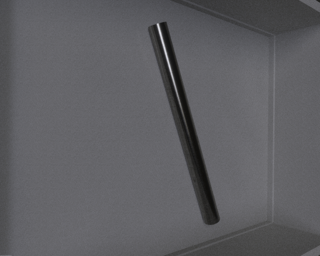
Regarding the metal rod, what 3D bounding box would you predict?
[{"bbox_3d":[0.038,0.003,0.440,0.025,0.025,0.298,-28,108,-37],"label":"metal rod"}]
